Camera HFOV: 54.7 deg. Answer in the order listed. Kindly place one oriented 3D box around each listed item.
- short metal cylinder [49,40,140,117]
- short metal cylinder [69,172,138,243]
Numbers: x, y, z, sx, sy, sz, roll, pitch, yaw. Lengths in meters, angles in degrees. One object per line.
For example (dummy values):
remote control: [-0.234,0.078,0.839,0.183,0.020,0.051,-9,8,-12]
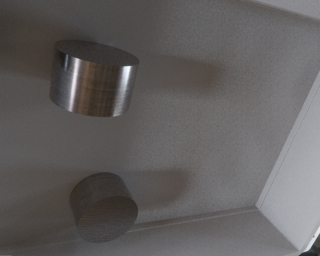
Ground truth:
short metal cylinder: [-0.065,-0.051,0.307,0.081,0.080,0.050,1,118,-29]
short metal cylinder: [-0.076,0.107,0.418,0.081,0.050,0.079,-14,125,-21]
